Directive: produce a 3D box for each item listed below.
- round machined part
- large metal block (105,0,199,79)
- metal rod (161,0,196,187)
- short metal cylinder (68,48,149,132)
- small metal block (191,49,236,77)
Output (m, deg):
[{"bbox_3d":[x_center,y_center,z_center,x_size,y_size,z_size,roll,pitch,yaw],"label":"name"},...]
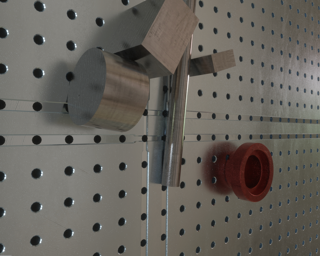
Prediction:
[{"bbox_3d":[0.148,0.073,0.525,0.099,0.042,0.097,0,90,-40],"label":"round machined part"},{"bbox_3d":[-0.012,-0.105,0.365,0.050,0.080,0.080,38,67,-34],"label":"large metal block"},{"bbox_3d":[0.028,-0.069,0.434,0.025,0.025,0.298,9,84,-40],"label":"metal rod"},{"bbox_3d":[-0.056,-0.038,0.328,0.050,0.080,0.080,11,83,-40],"label":"short metal cylinder"},{"bbox_3d":[0.075,-0.096,0.458,0.050,0.050,0.025,-23,105,-38],"label":"small metal block"}]
